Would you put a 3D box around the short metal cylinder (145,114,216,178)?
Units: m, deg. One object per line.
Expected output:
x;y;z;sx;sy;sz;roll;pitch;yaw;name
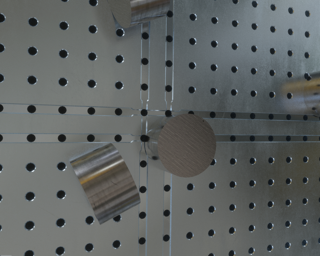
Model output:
0.026;0.022;0.409;0.081;0.050;0.079;0;90;-20;short metal cylinder

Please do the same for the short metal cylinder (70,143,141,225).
-0.064;0.064;0.360;0.050;0.080;0.080;-26;99;-18;short metal cylinder

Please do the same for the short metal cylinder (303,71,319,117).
0.284;-0.058;0.504;0.081;0.050;0.079;0;90;-20;short metal cylinder

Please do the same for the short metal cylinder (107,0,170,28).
-0.030;-0.167;0.372;0.050;0.080;0.080;-24;98;-18;short metal cylinder
